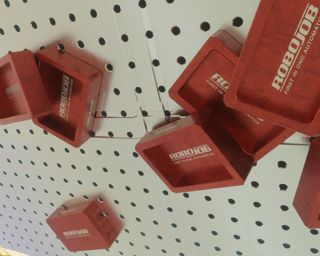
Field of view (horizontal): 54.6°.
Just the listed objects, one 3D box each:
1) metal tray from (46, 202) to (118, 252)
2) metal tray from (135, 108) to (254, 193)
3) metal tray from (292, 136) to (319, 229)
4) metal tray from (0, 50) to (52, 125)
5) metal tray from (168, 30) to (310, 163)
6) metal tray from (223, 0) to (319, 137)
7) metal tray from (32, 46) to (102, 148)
[{"bbox_3d":[-0.157,0.199,0.615,0.130,0.030,0.090,-21,108,36],"label":"metal tray"},{"bbox_3d":[0.037,0.035,0.385,0.090,0.030,0.130,50,143,-13],"label":"metal tray"},{"bbox_3d":[0.202,0.049,0.292,0.131,0.030,0.089,-3,122,-4],"label":"metal tray"},{"bbox_3d":[-0.215,-0.055,0.458,0.130,0.030,0.090,-5,104,45],"label":"metal tray"},{"bbox_3d":[0.085,-0.031,0.344,0.130,0.030,0.090,40,129,1],"label":"metal tray"},{"bbox_3d":[0.121,-0.067,0.272,0.090,0.030,0.129,21,117,10],"label":"metal tray"},{"bbox_3d":[-0.140,-0.042,0.456,0.090,0.030,0.129,28,128,10],"label":"metal tray"}]
